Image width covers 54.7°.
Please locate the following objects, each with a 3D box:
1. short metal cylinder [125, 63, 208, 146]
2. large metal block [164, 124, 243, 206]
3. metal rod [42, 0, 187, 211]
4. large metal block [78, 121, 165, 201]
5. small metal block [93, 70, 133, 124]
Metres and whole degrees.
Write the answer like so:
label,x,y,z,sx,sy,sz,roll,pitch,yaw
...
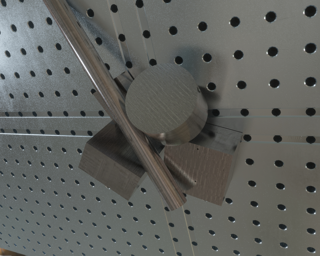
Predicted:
label,x,y,z,sx,sy,sz,roll,pitch,yaw
short metal cylinder,0.009,-0.025,0.346,0.080,0.080,0.050,8,166,23
large metal block,0.051,0.041,0.391,0.080,0.050,0.079,16,125,18
metal rod,-0.055,-0.033,0.379,0.025,0.025,0.299,-31,90,37
large metal block,-0.049,0.037,0.422,0.080,0.080,0.050,32,128,7
small metal block,-0.052,-0.040,0.413,0.050,0.025,0.050,-27,104,37
